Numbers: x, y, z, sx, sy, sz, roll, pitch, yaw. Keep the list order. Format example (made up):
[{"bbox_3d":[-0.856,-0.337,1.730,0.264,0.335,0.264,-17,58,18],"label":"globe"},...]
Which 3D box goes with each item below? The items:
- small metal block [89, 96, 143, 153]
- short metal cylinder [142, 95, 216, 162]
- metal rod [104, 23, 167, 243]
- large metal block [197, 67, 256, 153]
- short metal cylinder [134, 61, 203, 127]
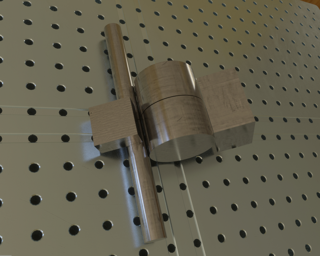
[{"bbox_3d":[-0.052,-0.004,0.363,0.050,0.025,0.050,-16,64,3],"label":"small metal block"},{"bbox_3d":[0.022,0.003,0.377,0.081,0.080,0.050,0,62,-28],"label":"short metal cylinder"},{"bbox_3d":[-0.037,-0.013,0.390,0.025,0.025,0.299,0,62,-28],"label":"metal rod"},{"bbox_3d":[0.089,-0.022,0.420,0.050,0.080,0.080,-16,65,6],"label":"large metal block"},{"bbox_3d":[0.011,-0.042,0.399,0.081,0.080,0.050,0,62,-28],"label":"short metal cylinder"}]
